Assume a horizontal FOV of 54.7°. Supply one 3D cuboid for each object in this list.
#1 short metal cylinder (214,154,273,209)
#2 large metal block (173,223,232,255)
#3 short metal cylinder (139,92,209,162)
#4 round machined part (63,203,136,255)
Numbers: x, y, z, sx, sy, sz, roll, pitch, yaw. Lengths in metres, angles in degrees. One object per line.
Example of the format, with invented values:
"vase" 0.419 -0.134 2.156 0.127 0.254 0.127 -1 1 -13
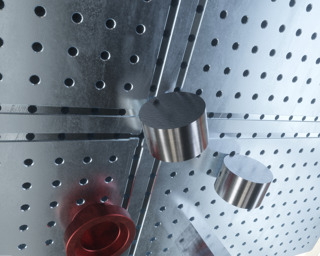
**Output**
"short metal cylinder" 0.134 0.085 0.502 0.081 0.080 0.050 1 118 -29
"large metal block" 0.083 0.229 0.563 0.050 0.080 0.080 -49 129 7
"short metal cylinder" 0.018 -0.003 0.384 0.081 0.080 0.050 -23 127 -15
"round machined part" -0.088 0.147 0.443 0.099 0.042 0.097 -14 124 -21
